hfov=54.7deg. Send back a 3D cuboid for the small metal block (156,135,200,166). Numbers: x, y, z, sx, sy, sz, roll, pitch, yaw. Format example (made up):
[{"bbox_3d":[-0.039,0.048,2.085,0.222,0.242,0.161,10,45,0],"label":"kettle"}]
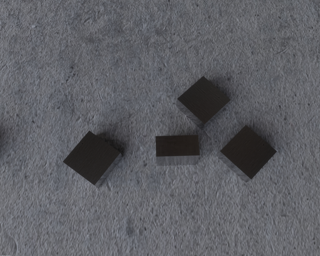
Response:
[{"bbox_3d":[0.020,0.029,0.384,0.050,0.050,0.025,-2,70,-1],"label":"small metal block"}]

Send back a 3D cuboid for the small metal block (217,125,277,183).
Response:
[{"bbox_3d":[0.110,0.033,0.397,0.050,0.025,0.050,-43,76,-14],"label":"small metal block"}]

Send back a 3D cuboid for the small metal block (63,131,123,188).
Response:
[{"bbox_3d":[-0.084,0.040,0.393,0.050,0.025,0.050,34,73,11],"label":"small metal block"}]

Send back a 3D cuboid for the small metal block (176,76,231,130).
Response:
[{"bbox_3d":[0.058,-0.034,0.421,0.050,0.025,0.050,-42,75,-14],"label":"small metal block"}]
